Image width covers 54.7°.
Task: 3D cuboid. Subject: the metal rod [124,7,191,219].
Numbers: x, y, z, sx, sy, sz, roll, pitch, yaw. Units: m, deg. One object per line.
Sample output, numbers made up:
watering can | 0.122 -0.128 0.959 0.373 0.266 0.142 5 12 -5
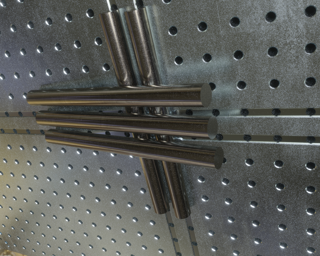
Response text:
metal rod | 0.003 -0.001 0.408 0.025 0.025 0.298 1 119 27

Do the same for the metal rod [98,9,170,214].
metal rod | -0.028 -0.004 0.422 0.025 0.025 0.298 1 119 27

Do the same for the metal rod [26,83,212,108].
metal rod | -0.076 -0.040 0.398 0.300 0.025 0.025 3 120 35

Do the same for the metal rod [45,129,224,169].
metal rod | -0.057 0.023 0.427 0.300 0.025 0.025 5 121 35

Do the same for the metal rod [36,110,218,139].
metal rod | -0.067 -0.008 0.413 0.300 0.025 0.025 4 121 35
